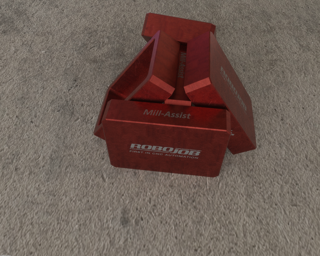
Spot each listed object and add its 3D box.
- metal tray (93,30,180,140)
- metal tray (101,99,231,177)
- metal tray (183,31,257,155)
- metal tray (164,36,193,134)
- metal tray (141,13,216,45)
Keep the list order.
[{"bbox_3d":[-0.030,-0.047,0.381,0.030,0.129,0.090,30,46,-24],"label":"metal tray"},{"bbox_3d":[0.007,0.014,0.350,0.131,0.089,0.030,5,51,4],"label":"metal tray"},{"bbox_3d":[0.076,-0.039,0.374,0.030,0.130,0.090,-19,44,29],"label":"metal tray"},{"bbox_3d":[0.026,-0.047,0.401,0.030,0.089,0.130,6,50,4],"label":"metal tray"},{"bbox_3d":[0.034,-0.123,0.448,0.090,0.130,0.030,14,93,11],"label":"metal tray"}]
